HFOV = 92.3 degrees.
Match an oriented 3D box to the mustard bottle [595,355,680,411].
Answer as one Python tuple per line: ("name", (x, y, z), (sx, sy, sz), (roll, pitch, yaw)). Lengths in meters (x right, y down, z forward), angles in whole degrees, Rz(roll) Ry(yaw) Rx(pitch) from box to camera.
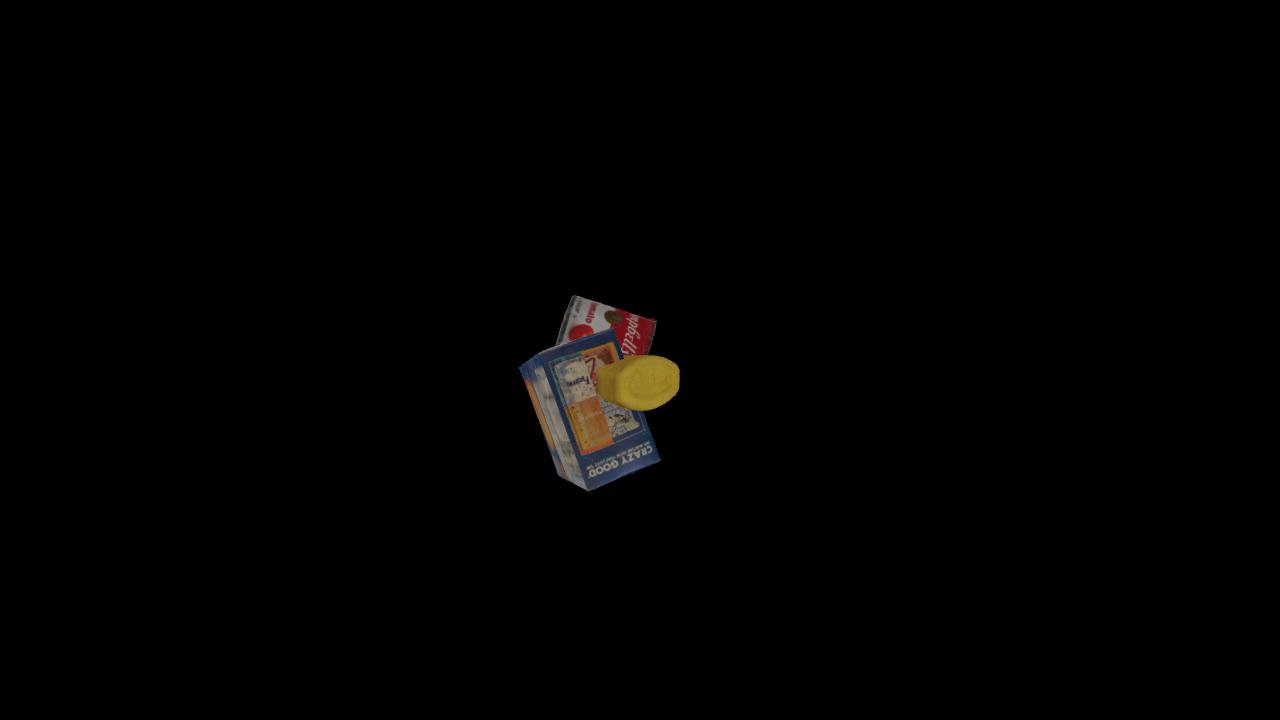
("mustard bottle", (-0.054, 0.017, 0.656), (0.184, 0.054, 0.092), (5, 14, 44))

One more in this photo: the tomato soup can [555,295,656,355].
("tomato soup can", (-0.039, -0.029, 0.704), (0.101, 0.068, 0.068), (18, -1, -4))

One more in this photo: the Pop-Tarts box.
("Pop-Tarts box", (-0.060, 0.053, 0.660), (0.083, 0.141, 0.167), (-20, 1, -18))
